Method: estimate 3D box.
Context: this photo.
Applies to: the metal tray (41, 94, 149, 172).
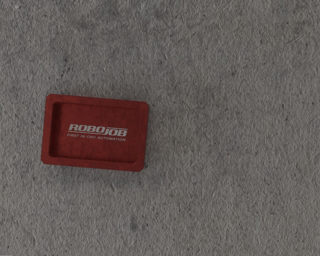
[{"bbox_3d":[-0.083,0.006,0.406,0.131,0.030,0.090,5,90,0],"label":"metal tray"}]
